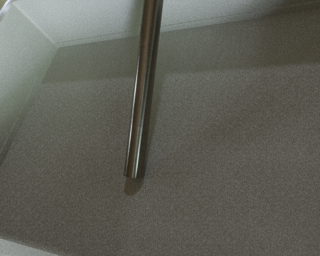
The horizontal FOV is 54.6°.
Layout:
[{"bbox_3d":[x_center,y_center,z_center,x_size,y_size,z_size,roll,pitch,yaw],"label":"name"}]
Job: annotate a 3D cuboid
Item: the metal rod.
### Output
[{"bbox_3d":[-0.016,-0.087,0.390,0.025,0.025,0.298,6,90,31],"label":"metal rod"}]
